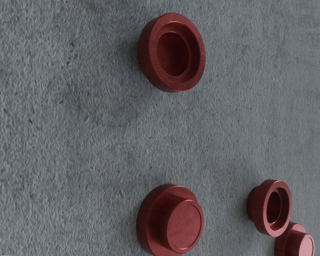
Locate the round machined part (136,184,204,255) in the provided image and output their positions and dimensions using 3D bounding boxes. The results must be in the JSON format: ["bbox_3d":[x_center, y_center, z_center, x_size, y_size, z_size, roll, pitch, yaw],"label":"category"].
[{"bbox_3d":[0.020,0.126,0.411,0.099,0.042,0.097,0,90,-40],"label":"round machined part"}]

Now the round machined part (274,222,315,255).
[{"bbox_3d":[0.276,0.243,0.625,0.099,0.042,0.097,0,90,-40],"label":"round machined part"}]

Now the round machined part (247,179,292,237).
[{"bbox_3d":[0.193,0.140,0.556,0.099,0.042,0.097,0,90,-40],"label":"round machined part"}]

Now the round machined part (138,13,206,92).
[{"bbox_3d":[0.011,-0.094,0.402,0.099,0.042,0.097,0,90,-40],"label":"round machined part"}]
